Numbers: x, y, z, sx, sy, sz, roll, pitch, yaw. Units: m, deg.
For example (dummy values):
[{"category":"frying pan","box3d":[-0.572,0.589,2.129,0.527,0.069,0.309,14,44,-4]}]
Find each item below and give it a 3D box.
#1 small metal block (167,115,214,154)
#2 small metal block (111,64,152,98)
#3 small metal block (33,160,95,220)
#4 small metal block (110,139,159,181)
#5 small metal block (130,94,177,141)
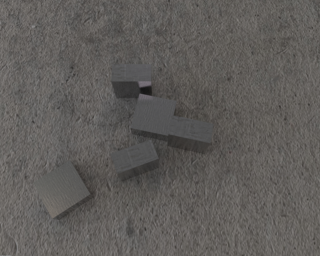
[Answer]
[{"category":"small metal block","box3d":[0.037,0.010,0.391,0.050,0.050,0.025,12,71,4]},{"category":"small metal block","box3d":[-0.036,-0.062,0.417,0.050,0.050,0.025,0,70,0]},{"category":"small metal block","box3d":[-0.117,0.076,0.379,0.050,0.025,0.050,-32,73,-11]},{"category":"small metal block","box3d":[-0.029,0.041,0.380,0.050,0.050,0.025,-20,72,-7]},{"category":"small metal block","box3d":[-0.008,-0.014,0.413,0.050,0.025,0.050,12,70,4]}]
